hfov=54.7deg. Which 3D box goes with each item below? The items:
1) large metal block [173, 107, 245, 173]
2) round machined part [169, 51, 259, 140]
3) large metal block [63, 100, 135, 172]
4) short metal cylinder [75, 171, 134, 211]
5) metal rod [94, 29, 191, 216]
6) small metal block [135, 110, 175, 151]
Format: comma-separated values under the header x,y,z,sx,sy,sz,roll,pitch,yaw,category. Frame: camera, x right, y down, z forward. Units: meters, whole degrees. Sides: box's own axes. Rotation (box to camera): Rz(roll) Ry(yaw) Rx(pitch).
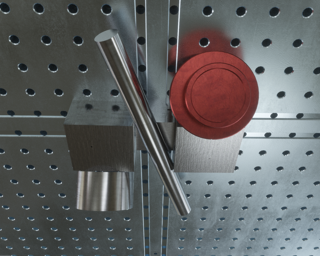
x,y,z,sx,sy,sz,roll,pitch,yaw,category
0.059,0.013,0.408,0.081,0.050,0.079,1,130,-1,large metal block
0.060,-0.035,0.339,0.099,0.042,0.097,0,95,-1,round machined part
-0.073,0.011,0.405,0.081,0.050,0.079,1,130,-2,large metal block
-0.078,0.087,0.440,0.081,0.050,0.080,1,173,0,short metal cylinder
-0.008,0.018,0.393,0.025,0.025,0.299,-14,129,11,metal rod
-0.006,0.004,0.415,0.050,0.025,0.050,0,130,-1,small metal block
